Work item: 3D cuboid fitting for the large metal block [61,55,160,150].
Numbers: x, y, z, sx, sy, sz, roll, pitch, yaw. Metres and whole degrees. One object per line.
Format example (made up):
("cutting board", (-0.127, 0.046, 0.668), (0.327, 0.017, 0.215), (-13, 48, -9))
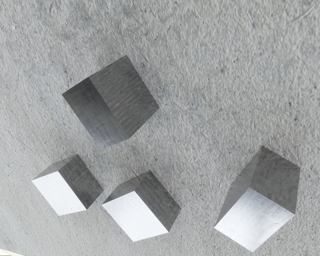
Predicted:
("large metal block", (-0.057, -0.033, 0.381), (0.050, 0.080, 0.080), (-23, 106, 36))

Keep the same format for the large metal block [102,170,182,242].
("large metal block", (-0.028, 0.123, 0.482), (0.080, 0.050, 0.080), (-30, 102, 38))

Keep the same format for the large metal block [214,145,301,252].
("large metal block", (0.114, 0.081, 0.361), (0.050, 0.080, 0.079), (32, 129, 8))

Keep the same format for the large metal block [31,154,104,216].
("large metal block", (-0.159, 0.100, 0.537), (0.080, 0.050, 0.080), (-21, 107, 36))
